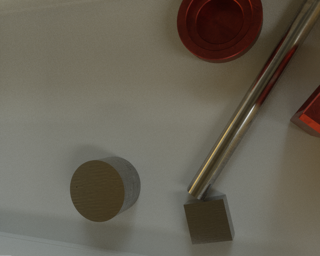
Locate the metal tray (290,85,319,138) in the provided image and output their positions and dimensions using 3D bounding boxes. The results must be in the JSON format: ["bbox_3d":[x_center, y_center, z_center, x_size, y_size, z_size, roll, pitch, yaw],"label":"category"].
[{"bbox_3d":[0.170,-0.034,0.295,0.030,0.130,0.090,40,103,15],"label":"metal tray"}]

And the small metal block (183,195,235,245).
[{"bbox_3d":[0.062,0.115,0.388,0.050,0.025,0.050,-14,86,19],"label":"small metal block"}]

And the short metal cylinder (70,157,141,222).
[{"bbox_3d":[-0.073,0.081,0.422,0.080,0.050,0.079,0,90,19],"label":"short metal cylinder"}]

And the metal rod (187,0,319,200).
[{"bbox_3d":[0.119,-0.043,0.368,0.025,0.025,0.299,33,100,16],"label":"metal rod"}]

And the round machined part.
[{"bbox_3d":[0.073,-0.127,0.375,0.098,0.042,0.097,0,90,19],"label":"round machined part"}]
